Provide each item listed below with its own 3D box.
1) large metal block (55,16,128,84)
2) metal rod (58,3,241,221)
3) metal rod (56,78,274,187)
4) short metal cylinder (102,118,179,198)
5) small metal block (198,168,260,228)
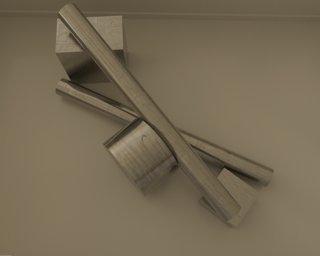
[{"bbox_3d":[-0.086,-0.102,0.416,0.081,0.080,0.050,-3,70,-2],"label":"large metal block"},{"bbox_3d":[-0.014,-0.020,0.354,0.025,0.025,0.300,-39,87,-13],"label":"metal rod"},{"bbox_3d":[0.000,0.003,0.407,0.301,0.025,0.025,24,72,8],"label":"metal rod"},{"bbox_3d":[-0.023,0.034,0.365,0.050,0.080,0.080,-38,75,-13],"label":"short metal cylinder"},{"bbox_3d":[0.083,0.085,0.378,0.050,0.025,0.050,36,74,12],"label":"small metal block"}]
